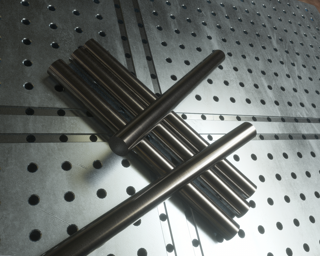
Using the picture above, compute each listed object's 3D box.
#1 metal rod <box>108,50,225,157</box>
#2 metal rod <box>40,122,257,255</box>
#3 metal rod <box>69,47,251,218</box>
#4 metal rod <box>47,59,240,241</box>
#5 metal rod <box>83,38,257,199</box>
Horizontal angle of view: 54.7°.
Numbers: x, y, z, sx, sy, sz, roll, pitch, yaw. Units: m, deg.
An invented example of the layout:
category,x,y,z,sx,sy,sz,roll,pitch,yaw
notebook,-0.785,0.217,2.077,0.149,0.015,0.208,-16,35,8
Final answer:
category,x,y,z,sx,sy,sz,roll,pitch,yaw
metal rod,0.030,-0.053,0.432,0.025,0.025,0.302,44,43,1
metal rod,0.005,0.067,0.345,0.302,0.025,0.025,-29,78,-29
metal rod,-0.001,0.005,0.405,0.300,0.025,0.025,43,51,1
metal rod,-0.021,0.026,0.382,0.300,0.025,0.025,43,51,1
metal rod,0.012,-0.012,0.424,0.300,0.025,0.025,42,51,0
